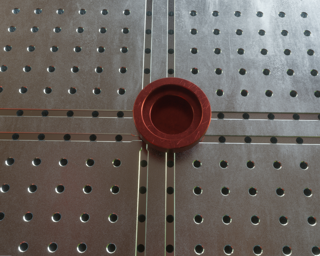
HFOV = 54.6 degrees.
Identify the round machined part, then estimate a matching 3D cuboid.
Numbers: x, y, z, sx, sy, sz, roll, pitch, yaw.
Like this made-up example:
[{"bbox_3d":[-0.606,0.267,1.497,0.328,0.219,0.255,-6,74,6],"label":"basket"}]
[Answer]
[{"bbox_3d":[0.015,-0.014,0.408,0.099,0.042,0.098,0,70,0],"label":"round machined part"}]
